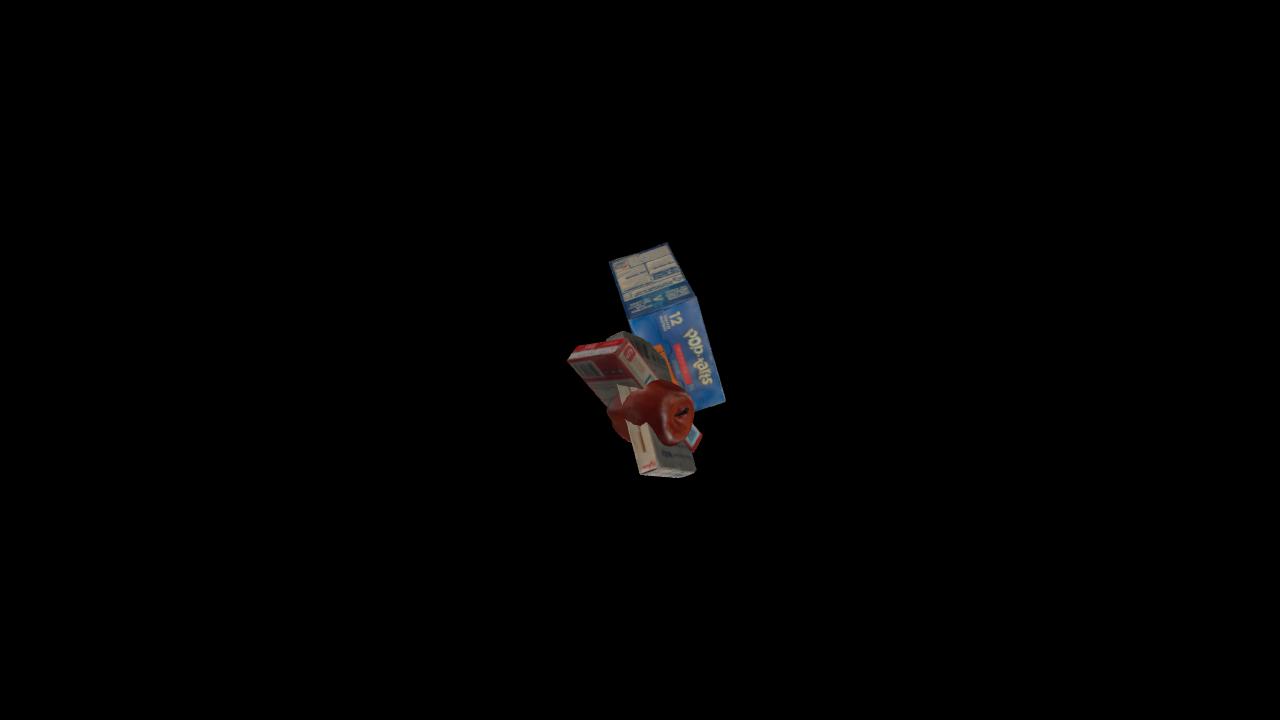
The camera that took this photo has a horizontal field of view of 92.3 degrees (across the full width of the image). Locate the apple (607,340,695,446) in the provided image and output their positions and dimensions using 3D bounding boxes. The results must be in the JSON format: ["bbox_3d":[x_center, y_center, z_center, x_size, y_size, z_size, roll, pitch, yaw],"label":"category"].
[{"bbox_3d":[0.013,0.055,0.651,0.093,0.079,0.079,0,0,38],"label":"apple"}]

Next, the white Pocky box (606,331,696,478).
[{"bbox_3d":[0.013,0.048,0.660,0.028,0.154,0.084,-25,-24,25],"label":"white Pocky box"}]

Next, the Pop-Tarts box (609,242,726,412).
[{"bbox_3d":[0.033,-0.035,0.768,0.083,0.167,0.141,-21,39,1],"label":"Pop-Tarts box"}]

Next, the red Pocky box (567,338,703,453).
[{"bbox_3d":[-0.005,0.042,0.670,0.083,0.028,0.155,-7,-50,45],"label":"red Pocky box"}]
